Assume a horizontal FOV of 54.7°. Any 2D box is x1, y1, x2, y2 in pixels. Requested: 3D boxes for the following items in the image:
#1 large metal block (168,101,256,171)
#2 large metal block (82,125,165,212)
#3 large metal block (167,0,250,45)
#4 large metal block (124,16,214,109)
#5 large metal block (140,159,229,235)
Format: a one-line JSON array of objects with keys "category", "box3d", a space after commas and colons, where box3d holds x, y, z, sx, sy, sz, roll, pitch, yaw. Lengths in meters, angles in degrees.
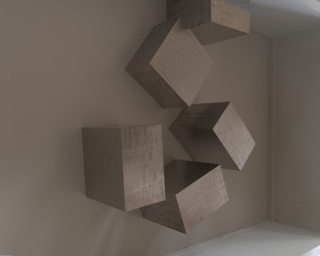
[{"category": "large metal block", "box3d": [0.073, 0.011, 0.434, 0.080, 0.080, 0.050, 52, 59, -28]}, {"category": "large metal block", "box3d": [-0.042, 0.038, 0.338, 0.050, 0.080, 0.079, -5, 94, -40]}, {"category": "large metal block", "box3d": [0.066, -0.154, 0.428, 0.081, 0.080, 0.050, -1, 91, -40]}, {"category": "large metal block", "box3d": [0.015, -0.082, 0.405, 0.080, 0.050, 0.080, 44, 63, -32]}, {"category": "large metal block", "box3d": [0.026, 0.082, 0.395, 0.081, 0.080, 0.050, -25, 106, -37]}]
